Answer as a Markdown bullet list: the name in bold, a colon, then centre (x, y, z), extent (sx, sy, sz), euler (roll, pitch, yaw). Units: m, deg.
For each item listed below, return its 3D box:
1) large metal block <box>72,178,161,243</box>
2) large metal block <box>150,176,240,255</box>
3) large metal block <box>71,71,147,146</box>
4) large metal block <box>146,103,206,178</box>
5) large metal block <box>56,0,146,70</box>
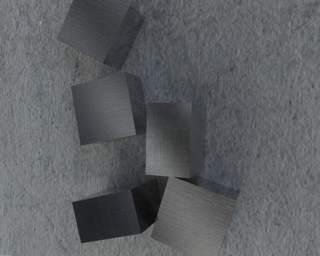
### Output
- **large metal block**: centre (-0.050, 0.103, 0.396), extent (0.080, 0.080, 0.050), euler (-16, 85, 19)
- **large metal block**: centre (0.044, 0.106, 0.380), extent (0.080, 0.050, 0.080), euler (18, 96, 18)
- **large metal block**: centre (-0.065, -0.024, 0.418), extent (0.080, 0.050, 0.080), euler (-11, 86, 19)
- **large metal block**: centre (0.022, 0.012, 0.371), extent (0.050, 0.080, 0.079), euler (1, 91, 20)
- **large metal block**: centre (-0.080, -0.136, 0.423), extent (0.080, 0.050, 0.080), euler (30, 99, 17)
